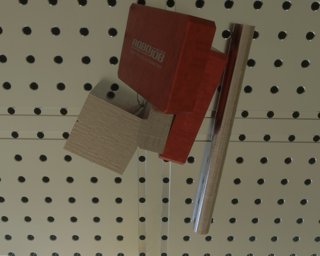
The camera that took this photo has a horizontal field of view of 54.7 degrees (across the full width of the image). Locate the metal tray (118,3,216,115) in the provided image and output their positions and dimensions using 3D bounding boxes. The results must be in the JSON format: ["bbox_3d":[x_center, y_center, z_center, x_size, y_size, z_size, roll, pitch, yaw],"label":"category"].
[{"bbox_3d":[-0.002,-0.078,0.329,0.030,0.130,0.089,2,113,-31],"label":"metal tray"}]

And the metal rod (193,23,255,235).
[{"bbox_3d":[0.082,0.015,0.420,0.025,0.025,0.298,7,110,-3],"label":"metal rod"}]

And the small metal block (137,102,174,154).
[{"bbox_3d":[-0.006,-0.001,0.347,0.025,0.050,0.050,15,92,-9],"label":"small metal block"}]

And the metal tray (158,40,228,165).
[{"bbox_3d":[0.033,-0.033,0.366,0.030,0.090,0.129,18,109,-8],"label":"metal tray"}]

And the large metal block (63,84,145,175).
[{"bbox_3d":[-0.065,0.001,0.400,0.080,0.050,0.080,26,108,-10],"label":"large metal block"}]
